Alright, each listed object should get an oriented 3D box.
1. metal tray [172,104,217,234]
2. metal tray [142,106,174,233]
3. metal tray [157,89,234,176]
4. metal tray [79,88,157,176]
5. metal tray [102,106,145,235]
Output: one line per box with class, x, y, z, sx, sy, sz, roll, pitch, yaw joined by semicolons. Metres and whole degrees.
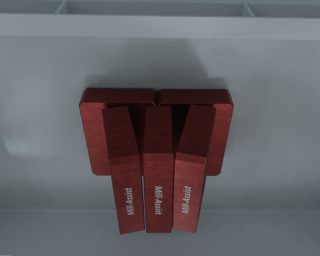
metal tray;0.039;0.049;0.364;0.030;0.090;0.129;9;131;11
metal tray;-0.002;0.050;0.366;0.030;0.090;0.129;0;128;0
metal tray;0.041;0.010;0.413;0.091;0.030;0.129;0;130;-1
metal tray;-0.050;0.010;0.410;0.091;0.030;0.129;0;130;-1
metal tray;-0.042;0.051;0.364;0.030;0.090;0.129;-8;131;-10
